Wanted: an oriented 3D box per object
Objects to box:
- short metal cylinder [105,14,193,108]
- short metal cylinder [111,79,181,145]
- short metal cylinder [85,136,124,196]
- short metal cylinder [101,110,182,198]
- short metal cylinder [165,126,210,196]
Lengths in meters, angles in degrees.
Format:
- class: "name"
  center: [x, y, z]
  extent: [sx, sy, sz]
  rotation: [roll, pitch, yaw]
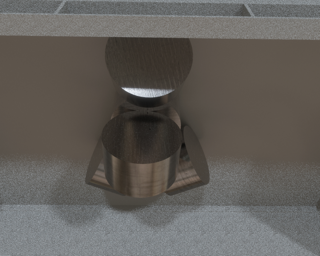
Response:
- class: "short metal cylinder"
  center: [-0.011, -0.064, 0.308]
  extent: [0.081, 0.080, 0.050]
  rotation: [3, 173, -3]
- class: "short metal cylinder"
  center: [-0.016, -0.018, 0.373]
  extent: [0.081, 0.050, 0.079]
  rotation: [0, 130, 0]
- class: "short metal cylinder"
  center: [-0.058, 0.043, 0.406]
  extent: [0.050, 0.080, 0.080]
  rotation: [23, 126, -18]
- class: "short metal cylinder"
  center: [-0.019, 0.025, 0.326]
  extent: [0.081, 0.080, 0.050]
  rotation: [2, 130, -2]
- class: "short metal cylinder"
  center: [0.026, 0.043, 0.408]
  extent: [0.050, 0.080, 0.080]
  rotation: [-22, 127, 18]
